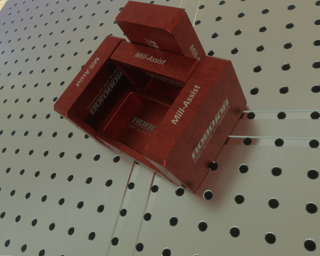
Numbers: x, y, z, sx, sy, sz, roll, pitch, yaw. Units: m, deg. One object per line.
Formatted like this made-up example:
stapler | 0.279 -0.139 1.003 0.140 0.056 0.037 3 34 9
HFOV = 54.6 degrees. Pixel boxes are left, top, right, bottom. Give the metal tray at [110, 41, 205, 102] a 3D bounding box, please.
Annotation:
metal tray | 0.007 -0.062 0.401 0.130 0.090 0.030 24 76 36

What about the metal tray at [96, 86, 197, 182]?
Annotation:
metal tray | -0.013 0.002 0.411 0.130 0.030 0.090 24 75 36

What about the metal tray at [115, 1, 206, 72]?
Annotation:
metal tray | 0.012 -0.097 0.394 0.090 0.130 0.030 25 76 36

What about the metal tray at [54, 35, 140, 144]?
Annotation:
metal tray | -0.076 -0.053 0.439 0.030 0.090 0.130 24 75 36

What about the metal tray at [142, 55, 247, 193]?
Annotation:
metal tray | 0.045 -0.003 0.344 0.030 0.090 0.130 24 75 36
